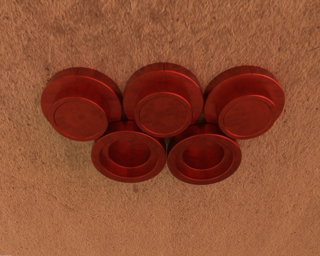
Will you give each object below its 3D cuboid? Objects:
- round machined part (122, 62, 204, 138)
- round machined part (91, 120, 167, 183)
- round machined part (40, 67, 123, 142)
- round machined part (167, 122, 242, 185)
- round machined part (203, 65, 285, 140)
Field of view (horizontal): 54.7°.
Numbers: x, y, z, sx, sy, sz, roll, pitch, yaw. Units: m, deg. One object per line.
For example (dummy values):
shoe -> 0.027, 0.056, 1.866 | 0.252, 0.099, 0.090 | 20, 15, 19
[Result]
round machined part -> 0.004, -0.027, 0.375 | 0.099, 0.042, 0.097 | -1, 130, 0
round machined part -> -0.041, 0.027, 0.420 | 0.099, 0.042, 0.097 | -1, 130, 0
round machined part -> -0.095, -0.022, 0.378 | 0.099, 0.042, 0.097 | -1, 130, 0
round machined part -> 0.058, 0.031, 0.425 | 0.099, 0.042, 0.097 | -1, 130, 0
round machined part -> 0.103, -0.024, 0.379 | 0.099, 0.042, 0.097 | -1, 130, 0
